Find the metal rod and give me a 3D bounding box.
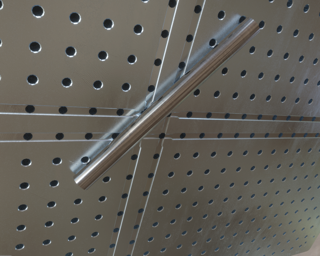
[{"bbox_3d":[0.008,-0.031,0.398,0.300,0.025,0.025,-42,130,1],"label":"metal rod"}]
